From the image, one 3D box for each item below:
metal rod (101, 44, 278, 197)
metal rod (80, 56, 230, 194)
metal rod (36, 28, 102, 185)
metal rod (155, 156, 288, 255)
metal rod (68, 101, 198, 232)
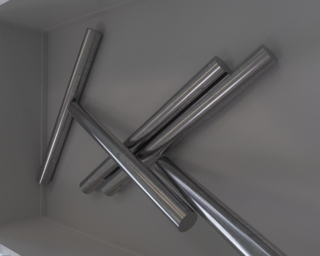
[{"bbox_3d":[0.017,0.008,0.393,0.299,0.025,0.025,-42,65,32],"label":"metal rod"},{"bbox_3d":[-0.025,0.013,0.427,0.299,0.025,0.025,-42,65,32],"label":"metal rod"},{"bbox_3d":[-0.163,-0.027,0.541,0.025,0.025,0.298,38,113,33],"label":"metal rod"},{"bbox_3d":[0.066,0.090,0.275,0.300,0.025,0.025,34,113,61],"label":"metal rod"},{"bbox_3d":[-0.057,0.031,0.418,0.300,0.025,0.025,37,113,44],"label":"metal rod"}]
